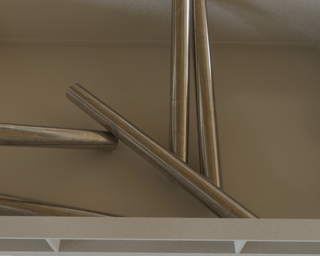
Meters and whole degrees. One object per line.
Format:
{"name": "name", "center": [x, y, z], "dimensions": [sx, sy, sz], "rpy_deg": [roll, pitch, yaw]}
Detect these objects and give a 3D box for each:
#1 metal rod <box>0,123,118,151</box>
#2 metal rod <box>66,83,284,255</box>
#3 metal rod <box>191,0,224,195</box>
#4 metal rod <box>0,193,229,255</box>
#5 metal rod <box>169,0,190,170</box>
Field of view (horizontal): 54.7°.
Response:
{"name": "metal rod", "center": [-0.186, 0.005, 0.314], "dimensions": [0.302, 0.025, 0.025], "rpy_deg": [5, 45, -32]}
{"name": "metal rod", "center": [-0.003, 0.031, 0.351], "dimensions": [0.300, 0.025, 0.025], "rpy_deg": [35, 58, 24]}
{"name": "metal rod", "center": [0.056, -0.063, 0.400], "dimensions": [0.025, 0.025, 0.299], "rpy_deg": [-1, 68, -1]}
{"name": "metal rod", "center": [-0.082, 0.096, 0.322], "dimensions": [0.302, 0.025, 0.025], "rpy_deg": [9, 51, 7]}
{"name": "metal rod", "center": [0.026, -0.093, 0.404], "dimensions": [0.025, 0.025, 0.299], "rpy_deg": [1, 75, 1]}
